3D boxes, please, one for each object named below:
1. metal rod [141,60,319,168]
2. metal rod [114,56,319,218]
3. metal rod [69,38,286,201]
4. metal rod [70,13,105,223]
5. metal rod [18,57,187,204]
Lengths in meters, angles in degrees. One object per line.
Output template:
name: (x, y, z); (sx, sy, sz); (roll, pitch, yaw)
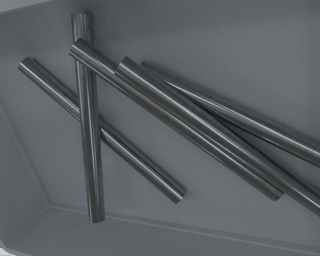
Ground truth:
metal rod: (0.109, -0.003, 0.348); (0.301, 0.025, 0.025); (27, 128, 10)
metal rod: (0.080, 0.016, 0.353); (0.301, 0.025, 0.025); (35, 129, -4)
metal rod: (0.024, -0.008, 0.371); (0.301, 0.025, 0.025); (36, 129, -4)
metal rod: (-0.096, 0.001, 0.426); (0.025, 0.025, 0.298); (10, 113, 22)
metal rod: (-0.083, 0.004, 0.453); (0.300, 0.025, 0.025); (41, 129, 0)
